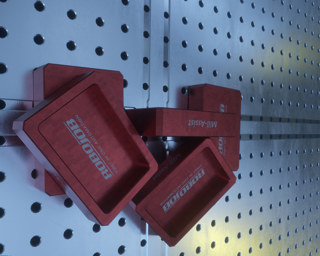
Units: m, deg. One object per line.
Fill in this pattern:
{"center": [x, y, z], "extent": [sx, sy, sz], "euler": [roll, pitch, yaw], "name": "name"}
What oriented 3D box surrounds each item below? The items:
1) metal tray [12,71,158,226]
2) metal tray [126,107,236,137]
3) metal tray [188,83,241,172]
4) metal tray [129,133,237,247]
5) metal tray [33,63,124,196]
{"center": [-0.066, 0.021, 0.310], "extent": [0.090, 0.030, 0.130], "euler": [-46, 118, -31], "name": "metal tray"}
{"center": [0.020, -0.005, 0.384], "extent": [0.131, 0.090, 0.030], "euler": [2, 89, -40], "name": "metal tray"}
{"center": [0.085, 0.002, 0.479], "extent": [0.091, 0.030, 0.129], "euler": [4, 88, -40], "name": "metal tray"}
{"center": [0.032, 0.081, 0.411], "extent": [0.130, 0.030, 0.090], "euler": [-42, 118, -13], "name": "metal tray"}
{"center": [-0.085, 0.001, 0.336], "extent": [0.091, 0.030, 0.129], "euler": [-1, 92, -40], "name": "metal tray"}
